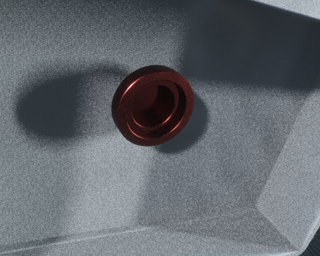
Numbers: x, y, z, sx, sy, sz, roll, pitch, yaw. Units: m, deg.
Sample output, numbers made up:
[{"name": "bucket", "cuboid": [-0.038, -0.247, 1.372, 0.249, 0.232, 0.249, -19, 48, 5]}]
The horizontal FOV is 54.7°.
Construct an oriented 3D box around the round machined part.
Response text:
[{"name": "round machined part", "cuboid": [-0.012, -0.030, 0.374, 0.099, 0.042, 0.097, -14, 125, -21]}]
